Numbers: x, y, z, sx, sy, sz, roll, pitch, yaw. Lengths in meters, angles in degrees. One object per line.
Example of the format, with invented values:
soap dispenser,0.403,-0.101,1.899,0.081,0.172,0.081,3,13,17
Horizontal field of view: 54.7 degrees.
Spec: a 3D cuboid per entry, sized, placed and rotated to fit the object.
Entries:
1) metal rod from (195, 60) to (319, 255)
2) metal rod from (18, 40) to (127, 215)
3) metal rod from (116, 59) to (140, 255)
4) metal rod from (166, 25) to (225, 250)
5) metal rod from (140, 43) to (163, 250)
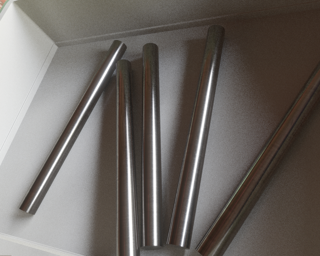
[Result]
metal rod,0.133,0.008,0.330,0.025,0.025,0.300,29,77,37
metal rod,-0.127,-0.013,0.480,0.025,0.025,0.300,12,68,33
metal rod,-0.045,0.017,0.407,0.025,0.025,0.300,-20,51,17
metal rod,0.050,-0.009,0.384,0.025,0.025,0.300,-1,61,28
metal rod,-0.012,0.001,0.411,0.025,0.025,0.299,-15,56,20
